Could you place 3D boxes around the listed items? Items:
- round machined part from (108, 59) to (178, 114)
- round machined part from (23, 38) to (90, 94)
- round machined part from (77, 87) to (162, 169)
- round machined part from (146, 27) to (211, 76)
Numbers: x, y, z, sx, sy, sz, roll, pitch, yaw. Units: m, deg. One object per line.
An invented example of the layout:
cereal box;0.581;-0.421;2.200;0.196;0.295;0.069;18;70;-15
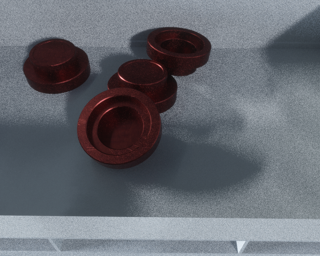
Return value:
round machined part;-0.024;-0.063;0.437;0.099;0.042;0.098;2;41;-2
round machined part;-0.160;-0.101;0.478;0.099;0.042;0.098;0;50;0
round machined part;-0.046;0.003;0.379;0.099;0.042;0.098;-2;68;4
round machined part;0.027;-0.117;0.485;0.099;0.042;0.098;5;42;-4
